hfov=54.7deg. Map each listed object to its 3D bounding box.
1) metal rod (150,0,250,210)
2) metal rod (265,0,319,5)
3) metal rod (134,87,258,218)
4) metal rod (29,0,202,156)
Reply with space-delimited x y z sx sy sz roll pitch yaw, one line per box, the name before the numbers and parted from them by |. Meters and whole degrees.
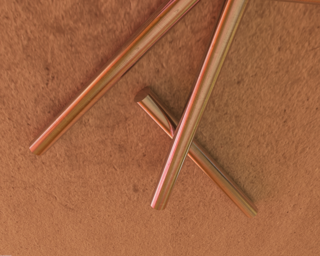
metal rod | 0.037 -0.013 0.370 0.025 0.025 0.298 12 121 -11
metal rod | 0.076 -0.127 0.271 0.302 0.025 0.025 3 130 -6
metal rod | 0.067 0.051 0.451 0.025 0.025 0.300 -29 125 22
metal rod | -0.065 -0.055 0.359 0.025 0.025 0.299 36 121 -27
